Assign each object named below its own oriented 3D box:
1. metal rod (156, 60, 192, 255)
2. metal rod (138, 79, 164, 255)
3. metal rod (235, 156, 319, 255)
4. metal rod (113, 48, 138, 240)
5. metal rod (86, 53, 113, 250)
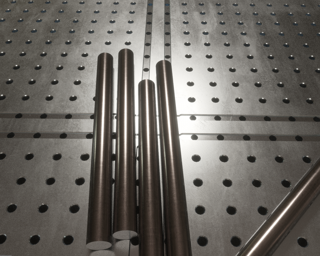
[{"bbox_3d":[0.013,0.017,0.393,0.025,0.025,0.300,-2,50,-2],"label":"metal rod"},{"bbox_3d":[-0.013,0.052,0.363,0.025,0.025,0.300,-2,50,-2],"label":"metal rod"},{"bbox_3d":[0.131,0.096,0.328,0.302,0.025,0.025,-36,59,-27],"label":"metal rod"},{"bbox_3d":[-0.046,-0.006,0.411,0.025,0.025,0.300,-3,50,-3],"label":"metal rod"},{"bbox_3d":[-0.074,0.003,0.404,0.025,0.025,0.300,-4,50,-4],"label":"metal rod"}]
